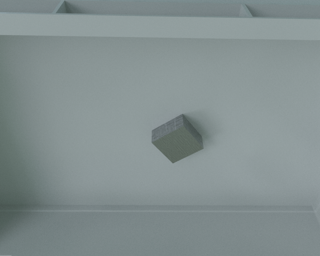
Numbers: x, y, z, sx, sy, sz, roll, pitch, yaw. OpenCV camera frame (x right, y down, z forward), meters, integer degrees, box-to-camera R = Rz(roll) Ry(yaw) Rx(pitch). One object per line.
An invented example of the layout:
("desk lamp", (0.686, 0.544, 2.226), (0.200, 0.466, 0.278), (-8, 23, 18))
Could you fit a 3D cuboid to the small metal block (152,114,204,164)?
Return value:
("small metal block", (0.024, 0.016, 0.423), (0.050, 0.025, 0.050), (-29, 125, 22))
